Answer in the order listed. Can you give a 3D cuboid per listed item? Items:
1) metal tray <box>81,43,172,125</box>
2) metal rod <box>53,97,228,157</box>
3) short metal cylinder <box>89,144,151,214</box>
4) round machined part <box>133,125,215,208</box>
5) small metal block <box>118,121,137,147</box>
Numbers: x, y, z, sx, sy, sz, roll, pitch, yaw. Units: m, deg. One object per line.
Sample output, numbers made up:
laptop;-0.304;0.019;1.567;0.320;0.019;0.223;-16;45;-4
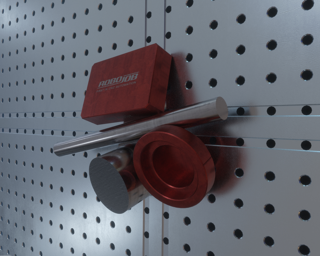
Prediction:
metal tray;-0.049;-0.056;0.426;0.130;0.030;0.090;-6;67;39
metal rod;-0.050;0.007;0.414;0.300;0.025;0.025;-14;82;38
short metal cylinder;-0.051;0.067;0.417;0.080;0.050;0.079;21;122;38
round machined part;0.020;0.041;0.365;0.098;0.042;0.097;16;120;29
small metal block;-0.030;0.015;0.443;0.050;0.025;0.050;23;104;37
